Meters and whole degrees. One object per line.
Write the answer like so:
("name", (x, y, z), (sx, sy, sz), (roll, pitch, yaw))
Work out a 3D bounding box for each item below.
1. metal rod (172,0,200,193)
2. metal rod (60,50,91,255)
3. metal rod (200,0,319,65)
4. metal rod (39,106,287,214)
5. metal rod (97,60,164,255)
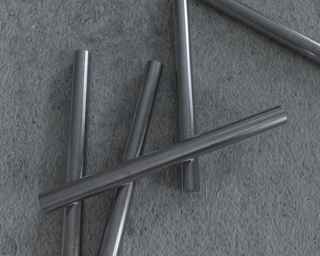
("metal rod", (0.034, -0.063, 0.431), (0.025, 0.025, 0.299), (-1, 70, -1))
("metal rod", (-0.106, 0.035, 0.394), (0.025, 0.025, 0.299), (-2, 70, -1))
("metal rod", (0.156, -0.156, 0.465), (0.301, 0.025, 0.025), (33, 73, 11))
("metal rod", (0.010, 0.034, 0.367), (0.302, 0.025, 0.025), (-20, 71, -7))
("metal rod", (-0.038, 0.048, 0.389), (0.025, 0.025, 0.299), (11, 70, 4))
